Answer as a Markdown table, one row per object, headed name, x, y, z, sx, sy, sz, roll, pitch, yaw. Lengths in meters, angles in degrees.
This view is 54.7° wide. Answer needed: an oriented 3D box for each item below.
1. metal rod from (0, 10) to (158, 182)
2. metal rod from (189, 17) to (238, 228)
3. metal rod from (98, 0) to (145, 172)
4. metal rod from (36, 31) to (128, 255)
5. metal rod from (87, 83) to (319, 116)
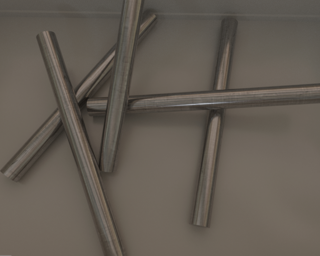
| name | x | y | z | sx | sy | sz | roll | pitch | yaw |
| --- | --- | --- | --- | --- | --- | --- | --- | --- | --- |
| metal rod | -0.101 | -0.054 | 0.428 | 0.025 | 0.025 | 0.300 | 34 | 73 | 11 |
| metal rod | 0.076 | -0.021 | 0.418 | 0.025 | 0.025 | 0.299 | 11 | 70 | 3 |
| metal rod | -0.041 | -0.093 | 0.375 | 0.025 | 0.025 | 0.298 | 10 | 96 | 3 |
| metal rod | -0.100 | 0.016 | 0.382 | 0.025 | 0.025 | 0.299 | -19 | 79 | -7 |
| metal rod | 0.055 | -0.035 | 0.399 | 0.302 | 0.025 | 0.025 | -3 | 70 | 8 |
